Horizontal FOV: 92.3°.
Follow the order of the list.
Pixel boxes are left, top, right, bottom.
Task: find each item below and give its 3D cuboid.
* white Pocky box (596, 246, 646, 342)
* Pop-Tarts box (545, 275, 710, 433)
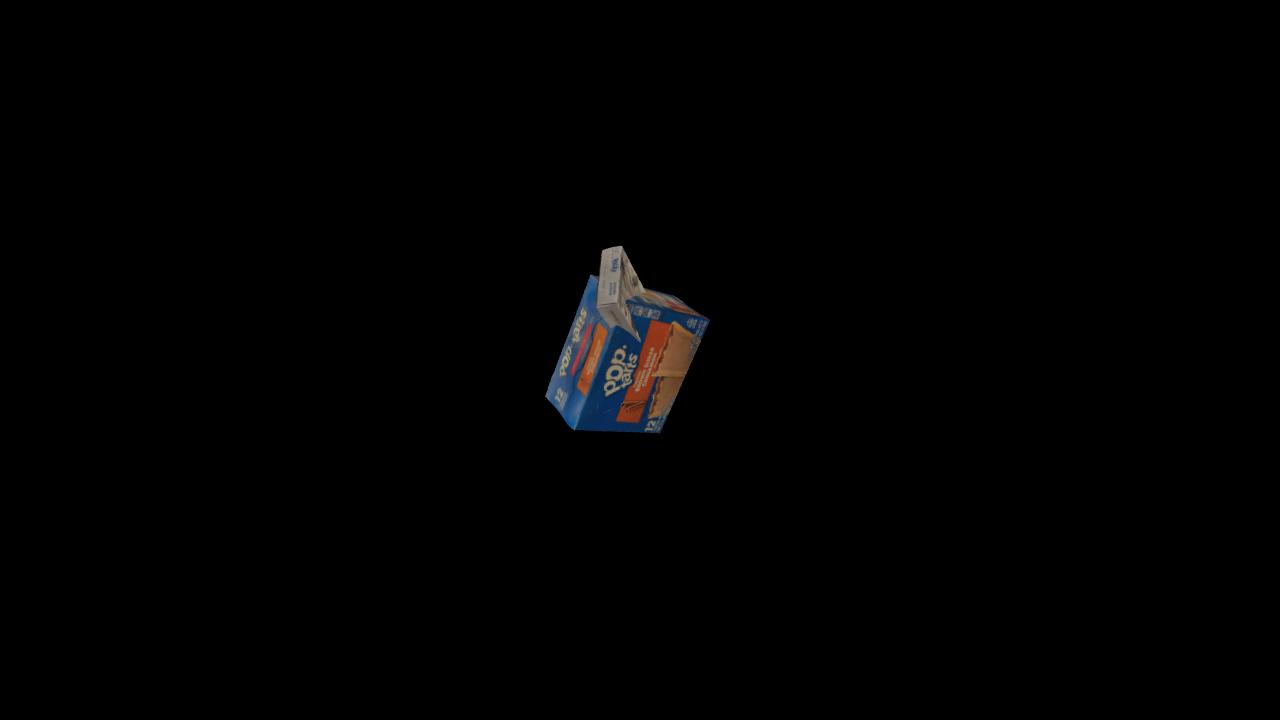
[{"bbox_3d":[-0.010,-0.053,0.725,0.028,0.084,0.154,-9,-33,17],"label":"white Pocky box"},{"bbox_3d":[-0.016,-0.002,0.759,0.141,0.167,0.083,9,20,-41],"label":"Pop-Tarts box"}]
